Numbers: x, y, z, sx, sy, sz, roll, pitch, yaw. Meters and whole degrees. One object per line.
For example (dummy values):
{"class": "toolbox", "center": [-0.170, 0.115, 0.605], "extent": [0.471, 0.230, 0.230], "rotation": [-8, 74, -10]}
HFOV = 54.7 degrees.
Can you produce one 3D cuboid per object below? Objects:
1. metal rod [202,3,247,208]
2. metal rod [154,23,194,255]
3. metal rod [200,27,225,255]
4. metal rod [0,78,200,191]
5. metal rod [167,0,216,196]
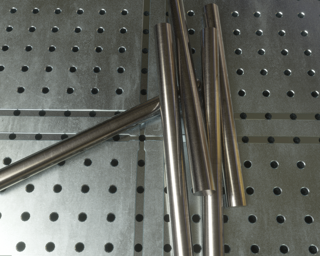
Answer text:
{"class": "metal rod", "center": [0.086, -0.044, 0.428], "extent": [0.025, 0.025, 0.299], "rotation": [-3, 70, -1]}
{"class": "metal rod", "center": [0.016, 0.009, 0.388], "extent": [0.025, 0.025, 0.299], "rotation": [-4, 78, -2]}
{"class": "metal rod", "center": [0.065, 0.010, 0.395], "extent": [0.025, 0.025, 0.299], "rotation": [1, 75, 0]}
{"class": "metal rod", "center": [-0.079, 0.006, 0.408], "extent": [0.302, 0.025, 0.025], "rotation": [-26, 72, -10]}
{"class": "metal rod", "center": [0.036, -0.061, 0.407], "extent": [0.025, 0.025, 0.299], "rotation": [-4, 63, -2]}
